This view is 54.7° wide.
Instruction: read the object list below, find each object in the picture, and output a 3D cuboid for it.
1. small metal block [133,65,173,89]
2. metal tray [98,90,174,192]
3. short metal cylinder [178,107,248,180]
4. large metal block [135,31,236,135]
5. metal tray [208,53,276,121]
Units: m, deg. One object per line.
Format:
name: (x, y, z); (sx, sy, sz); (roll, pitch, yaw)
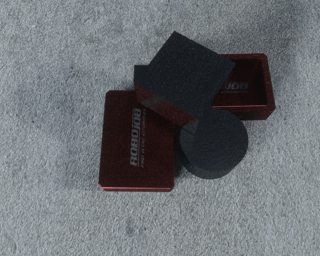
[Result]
small metal block: (-0.008, -0.061, 0.418); (0.050, 0.050, 0.025); (1, 70, 0)
metal tray: (-0.027, 0.016, 0.402); (0.091, 0.030, 0.130); (1, 70, 0)
short metal cylinder: (0.064, 0.021, 0.389); (0.080, 0.050, 0.080); (0, 70, 0)
large metal block: (0.029, -0.052, 0.361); (0.080, 0.050, 0.080); (31, 73, 10)
metal tray: (0.084, -0.056, 0.428); (0.131, 0.030, 0.090); (-1, 70, -1)
